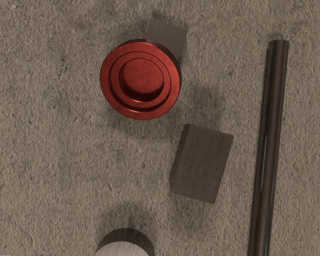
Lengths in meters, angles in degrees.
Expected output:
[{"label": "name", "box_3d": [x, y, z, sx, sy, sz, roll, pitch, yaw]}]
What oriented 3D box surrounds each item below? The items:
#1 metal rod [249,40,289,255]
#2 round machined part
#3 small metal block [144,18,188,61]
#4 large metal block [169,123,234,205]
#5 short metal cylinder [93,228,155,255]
[{"label": "metal rod", "box_3d": [0.144, 0.035, 0.411, 0.025, 0.025, 0.298, 5, 90, -1]}, {"label": "round machined part", "box_3d": [-0.021, -0.063, 0.388, 0.099, 0.042, 0.097, 4, 116, 7]}, {"label": "small metal block", "box_3d": [0.004, -0.110, 0.410, 0.050, 0.025, 0.050, 19, 90, -1]}, {"label": "large metal block", "box_3d": [0.047, 0.040, 0.383, 0.050, 0.080, 0.080, 16, 90, 0]}, {"label": "short metal cylinder", "box_3d": [-0.047, 0.176, 0.397, 0.081, 0.050, 0.079, 0, 90, -1]}]
